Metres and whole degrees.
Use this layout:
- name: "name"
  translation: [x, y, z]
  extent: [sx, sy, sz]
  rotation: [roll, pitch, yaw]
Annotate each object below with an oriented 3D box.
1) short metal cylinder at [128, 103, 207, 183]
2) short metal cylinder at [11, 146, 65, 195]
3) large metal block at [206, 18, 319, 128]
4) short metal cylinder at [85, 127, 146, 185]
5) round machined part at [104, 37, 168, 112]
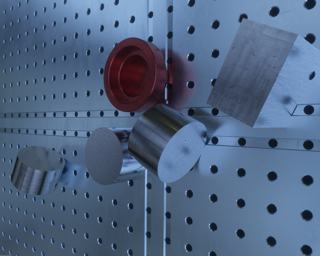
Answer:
- name: "short metal cylinder"
  translation: [0.010, 0.017, 0.366]
  extent: [0.050, 0.081, 0.079]
  rotation: [33, 111, 35]
- name: "short metal cylinder"
  translation: [-0.217, 0.074, 0.553]
  extent: [0.080, 0.081, 0.050]
  rotation: [36, 113, 34]
- name: "large metal block"
  translation: [0.100, -0.047, 0.291]
  extent: [0.050, 0.081, 0.079]
  rotation: [34, 111, 35]
- name: "short metal cylinder"
  translation: [-0.063, 0.039, 0.445]
  extent: [0.080, 0.050, 0.079]
  rotation: [0, 90, 40]
- name: "round machined part"
  translation: [-0.029, -0.070, 0.422]
  extent: [0.098, 0.042, 0.097]
  rotation: [0, 90, 40]
